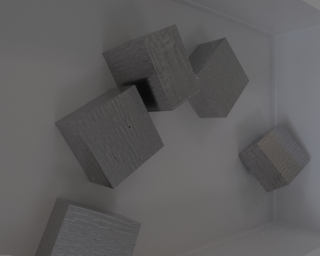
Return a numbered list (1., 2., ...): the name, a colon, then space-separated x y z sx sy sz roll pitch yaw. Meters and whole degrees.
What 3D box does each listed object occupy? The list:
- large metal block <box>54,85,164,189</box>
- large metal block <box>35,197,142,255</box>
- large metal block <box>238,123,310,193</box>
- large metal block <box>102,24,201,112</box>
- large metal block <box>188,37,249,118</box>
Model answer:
1. large metal block: -0.054 0.008 0.345 0.080 0.050 0.080 -39 114 -33
2. large metal block: -0.076 0.124 0.318 0.080 0.050 0.080 25 74 -27
3. large metal block: 0.197 0.051 0.535 0.081 0.050 0.080 -31 81 -36
4. large metal block: -0.011 -0.065 0.361 0.050 0.080 0.080 -36 113 -34
5. large metal block: 0.077 -0.071 0.454 0.080 0.050 0.080 52 60 -28
